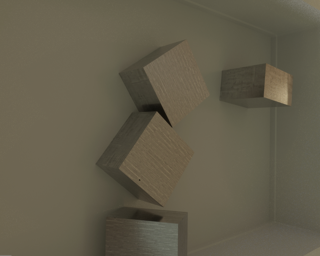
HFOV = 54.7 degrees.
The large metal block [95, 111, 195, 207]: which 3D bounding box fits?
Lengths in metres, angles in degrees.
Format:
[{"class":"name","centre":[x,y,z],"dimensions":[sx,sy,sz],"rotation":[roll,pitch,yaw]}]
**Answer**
[{"class":"large metal block","centre":[-0.016,0.037,0.377],"dimensions":[0.080,0.050,0.080],"rotation":[47,62,-30]}]

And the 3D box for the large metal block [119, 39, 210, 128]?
[{"class":"large metal block","centre":[0.008,-0.056,0.397],"dimensions":[0.080,0.050,0.080],"rotation":[-41,115,-32]}]

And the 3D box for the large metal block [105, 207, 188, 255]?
[{"class":"large metal block","centre":[-0.014,0.138,0.350],"dimensions":[0.050,0.080,0.080],"rotation":[6,85,-74]}]

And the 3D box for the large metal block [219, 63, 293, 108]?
[{"class":"large metal block","centre":[0.156,-0.064,0.501],"dimensions":[0.081,0.080,0.050],"rotation":[9,85,-40]}]
